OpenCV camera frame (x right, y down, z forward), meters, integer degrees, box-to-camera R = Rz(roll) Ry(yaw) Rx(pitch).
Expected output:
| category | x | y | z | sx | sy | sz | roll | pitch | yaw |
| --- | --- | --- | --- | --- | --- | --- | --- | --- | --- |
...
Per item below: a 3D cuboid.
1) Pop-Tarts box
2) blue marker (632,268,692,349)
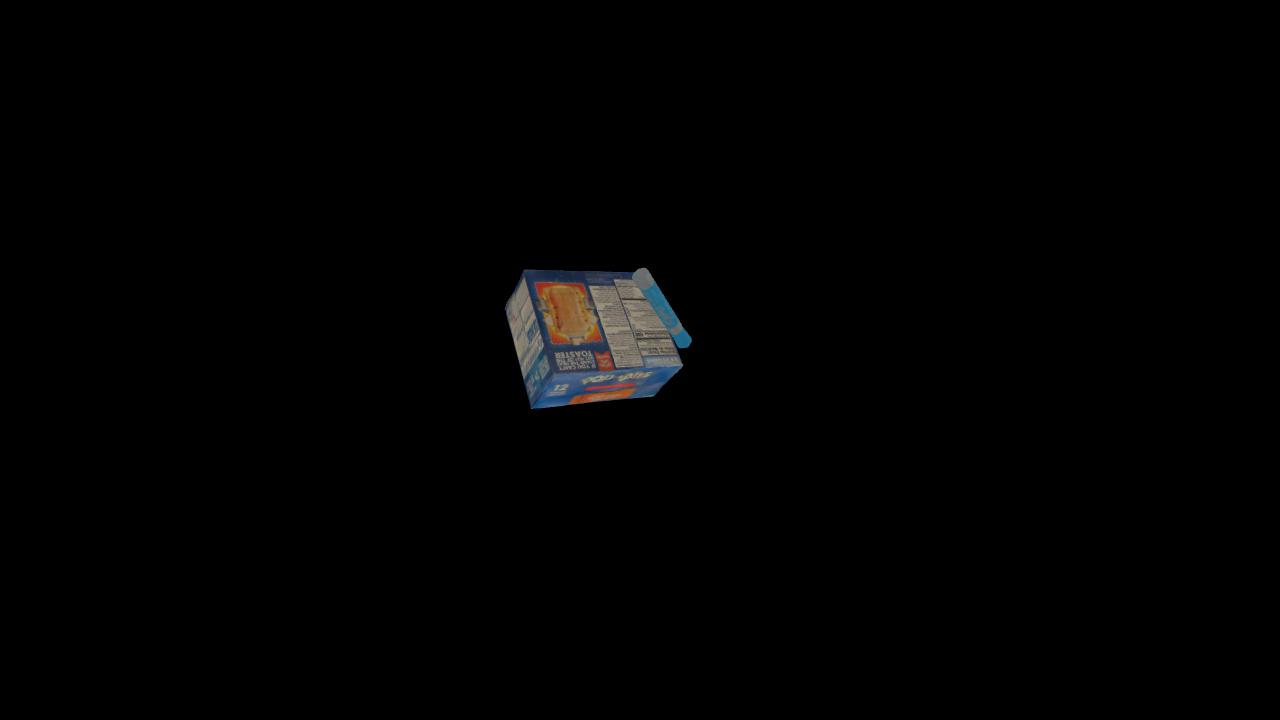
| category | x | y | z | sx | sy | sz | roll | pitch | yaw |
| --- | --- | --- | --- | --- | --- | --- | --- | --- | --- |
| Pop-Tarts box | -0.057 | -0.027 | 0.732 | 0.167 | 0.141 | 0.083 | -4 | -29 | -31 |
| blue marker | 0.027 | -0.052 | 0.668 | 0.020 | 0.020 | 0.121 | 0 | -36 | 33 |
